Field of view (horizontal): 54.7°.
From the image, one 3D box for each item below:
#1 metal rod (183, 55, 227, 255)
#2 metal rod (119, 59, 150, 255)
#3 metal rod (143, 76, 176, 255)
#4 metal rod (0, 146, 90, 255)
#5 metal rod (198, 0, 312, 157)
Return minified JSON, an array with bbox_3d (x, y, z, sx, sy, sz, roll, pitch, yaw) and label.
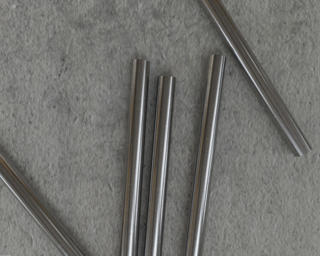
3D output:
[{"bbox_3d":[0.058,0.054,0.410,0.025,0.025,0.298,7,90,-1],"label":"metal rod"},{"bbox_3d":[-0.035,0.061,0.409,0.025,0.025,0.298,4,90,-1],"label":"metal rod"},{"bbox_3d":[-0.003,0.082,0.410,0.025,0.025,0.298,5,90,-1],"label":"metal rod"},{"bbox_3d":[-0.167,0.098,0.407,0.025,0.025,0.300,-39,91,0],"label":"metal rod"},{"bbox_3d":[0.111,-0.095,0.411,0.025,0.025,0.299,-32,90,0],"label":"metal rod"}]
